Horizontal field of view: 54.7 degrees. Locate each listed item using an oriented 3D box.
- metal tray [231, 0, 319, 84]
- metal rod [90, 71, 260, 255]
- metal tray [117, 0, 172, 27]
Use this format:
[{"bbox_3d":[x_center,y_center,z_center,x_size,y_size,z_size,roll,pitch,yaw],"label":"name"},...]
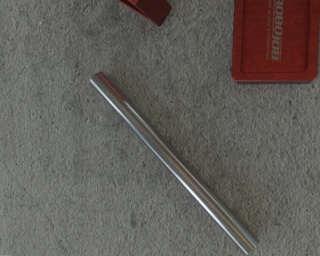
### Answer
[{"bbox_3d":[0.133,-0.117,0.359,0.090,0.030,0.129,2,91,19],"label":"metal tray"},{"bbox_3d":[0.010,0.036,0.404,0.025,0.025,0.300,-46,76,14],"label":"metal rod"},{"bbox_3d":[-0.055,-0.185,0.392,0.130,0.090,0.030,37,102,16],"label":"metal tray"}]
